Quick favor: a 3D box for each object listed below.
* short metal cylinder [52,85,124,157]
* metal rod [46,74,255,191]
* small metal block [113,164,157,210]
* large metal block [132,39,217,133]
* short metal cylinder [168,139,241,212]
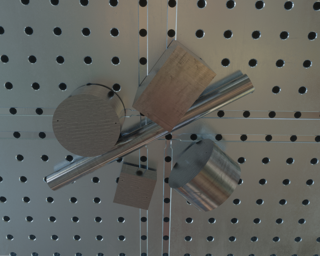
[{"bbox_3d":[-0.087,-0.010,0.391,0.081,0.050,0.079,0,110,0],"label":"short metal cylinder"},{"bbox_3d":[-0.019,0.010,0.413,0.301,0.025,0.025,-27,108,9],"label":"metal rod"},{"bbox_3d":[-0.035,0.084,0.440,0.050,0.025,0.050,14,109,-6],"label":"small metal block"},{"bbox_3d":[0.014,-0.053,0.361,0.050,0.080,0.080,35,106,-12],"label":"large metal block"},{"bbox_3d":[0.057,0.060,0.403,0.050,0.080,0.080,42,105,-14],"label":"short metal cylinder"}]
